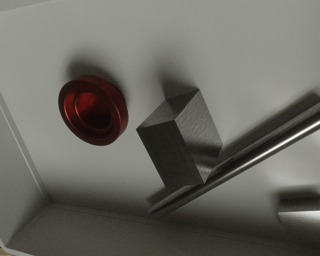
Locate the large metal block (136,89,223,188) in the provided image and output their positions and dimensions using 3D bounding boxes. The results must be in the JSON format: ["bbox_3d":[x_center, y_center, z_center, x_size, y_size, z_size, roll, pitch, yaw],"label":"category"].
[{"bbox_3d":[0.027,0.012,0.365,0.050,0.080,0.080,-13,112,33],"label":"large metal block"}]

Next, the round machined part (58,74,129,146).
[{"bbox_3d":[-0.086,-0.027,0.424,0.098,0.042,0.097,13,124,20],"label":"round machined part"}]

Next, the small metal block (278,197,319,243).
[{"bbox_3d":[0.181,0.114,0.384,0.050,0.025,0.050,-14,112,33],"label":"small metal block"}]

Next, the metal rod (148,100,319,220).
[{"bbox_3d":[0.080,0.058,0.401,0.025,0.025,0.299,46,129,-4],"label":"metal rod"}]
